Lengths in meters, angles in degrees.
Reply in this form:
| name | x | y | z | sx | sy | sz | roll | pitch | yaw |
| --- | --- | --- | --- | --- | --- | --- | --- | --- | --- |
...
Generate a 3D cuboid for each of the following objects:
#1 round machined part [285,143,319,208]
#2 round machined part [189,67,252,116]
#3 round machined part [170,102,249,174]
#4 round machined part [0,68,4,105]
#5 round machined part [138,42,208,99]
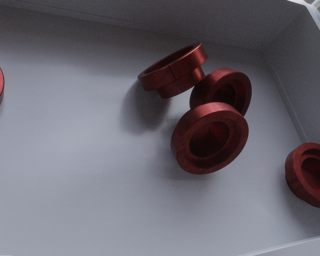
| name | x | y | z | sx | sy | sz | roll | pitch | yaw |
| --- | --- | --- | --- | --- | --- | --- | --- | --- | --- |
| round machined part | 0.233 | 0.075 | 0.471 | 0.099 | 0.042 | 0.098 | 8 | 58 | -13 |
| round machined part | 0.081 | -0.039 | 0.441 | 0.099 | 0.097 | 0.042 | -13 | 33 | -34 |
| round machined part | 0.059 | 0.009 | 0.395 | 0.099 | 0.097 | 0.042 | 5 | 31 | -26 |
| round machined part | -0.212 | -0.051 | 0.312 | 0.099 | 0.042 | 0.098 | 14 | 56 | -21 |
| round machined part | 0.022 | -0.075 | 0.424 | 0.099 | 0.098 | 0.042 | -44 | 112 | -39 |
